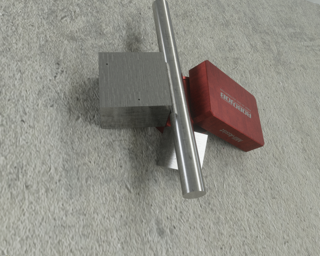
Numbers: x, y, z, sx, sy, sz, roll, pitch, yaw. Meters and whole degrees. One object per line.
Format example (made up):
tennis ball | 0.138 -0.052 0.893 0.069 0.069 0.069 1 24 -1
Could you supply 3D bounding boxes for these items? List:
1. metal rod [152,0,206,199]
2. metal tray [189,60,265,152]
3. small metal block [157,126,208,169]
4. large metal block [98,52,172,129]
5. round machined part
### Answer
metal rod | 0.018 -0.058 0.397 0.025 0.025 0.299 8 56 -24
metal tray | 0.097 -0.028 0.442 0.131 0.030 0.090 26 51 -38
small metal block | 0.028 0.028 0.390 0.050 0.025 0.050 14 81 -20
large metal block | -0.034 -0.047 0.386 0.081 0.050 0.080 -2 61 -9
round machined part | 0.034 -0.033 0.432 0.099 0.042 0.098 14 56 -21
